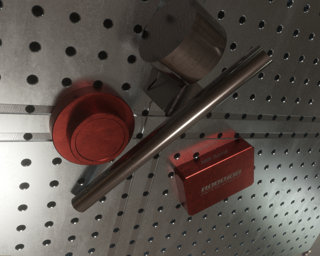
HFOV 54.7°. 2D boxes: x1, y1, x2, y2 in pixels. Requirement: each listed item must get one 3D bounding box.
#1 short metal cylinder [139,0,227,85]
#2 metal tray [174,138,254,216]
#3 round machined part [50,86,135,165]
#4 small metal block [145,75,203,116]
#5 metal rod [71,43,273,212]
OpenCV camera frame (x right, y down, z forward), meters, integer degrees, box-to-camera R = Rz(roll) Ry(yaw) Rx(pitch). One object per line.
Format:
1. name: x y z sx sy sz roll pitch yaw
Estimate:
1. short metal cylinder: 0.023 -0.093 0.332 0.050 0.080 0.080 29 102 -38
2. metal tray: 0.093 0.080 0.511 0.131 0.030 0.089 -23 127 -15
3. round machined part: -0.075 0.004 0.363 0.099 0.042 0.097 -14 125 -21
4. small metal block: 0.017 -0.045 0.378 0.050 0.050 0.025 -48 129 6
5. metal rod: -0.001 0.013 0.365 0.299 0.025 0.025 -40 132 21
